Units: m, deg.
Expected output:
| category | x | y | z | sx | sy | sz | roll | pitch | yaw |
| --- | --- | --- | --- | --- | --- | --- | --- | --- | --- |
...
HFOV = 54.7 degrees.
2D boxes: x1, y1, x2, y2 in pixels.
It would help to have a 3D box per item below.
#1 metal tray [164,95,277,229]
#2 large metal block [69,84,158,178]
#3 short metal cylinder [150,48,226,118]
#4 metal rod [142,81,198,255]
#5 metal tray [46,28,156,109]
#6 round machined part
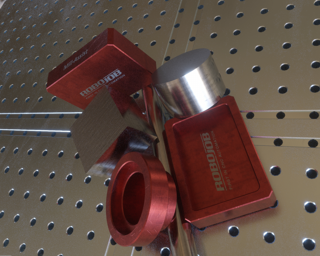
| category | x | y | z | sx | sy | sz | roll | pitch | yaw |
| --- | --- | --- | --- | --- | --- | --- | --- | --- | --- |
| metal tray | 0.061 | 0.034 | 0.347 | 0.090 | 0.030 | 0.130 | -22 | 53 | 14 |
| large metal block | -0.062 | 0.006 | 0.393 | 0.080 | 0.050 | 0.080 | -48 | 49 | 18 |
| short metal cylinder | 0.034 | -0.056 | 0.385 | 0.080 | 0.050 | 0.080 | -24 | 27 | 13 |
| metal rod | 0.003 | 0.023 | 0.387 | 0.025 | 0.025 | 0.299 | -23 | 53 | 14 |
| metal tray | -0.081 | -0.071 | 0.430 | 0.130 | 0.090 | 0.030 | -25 | 53 | 31 |
| round machined part | -0.018 | 0.077 | 0.337 | 0.098 | 0.042 | 0.098 | -27 | 56 | 50 |
